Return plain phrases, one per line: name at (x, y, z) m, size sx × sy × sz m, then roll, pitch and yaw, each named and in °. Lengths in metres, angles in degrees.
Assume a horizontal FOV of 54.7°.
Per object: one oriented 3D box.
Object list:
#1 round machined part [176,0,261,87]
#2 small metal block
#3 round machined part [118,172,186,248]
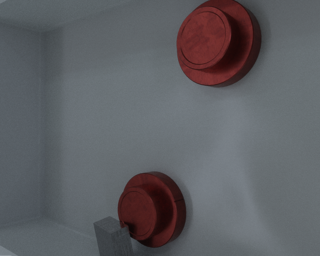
round machined part at (0.058, -0.096, 0.347) m, size 0.098 × 0.042 × 0.097 m, roll 0°, pitch 90°, yaw 39°
small metal block at (-0.061, 0.150, 0.409) m, size 0.050 × 0.025 × 0.050 m, roll 1°, pitch 103°, yaw 53°
round machined part at (-0.018, 0.108, 0.408) m, size 0.098 × 0.042 × 0.097 m, roll 0°, pitch 90°, yaw 39°
